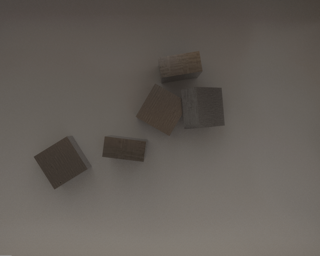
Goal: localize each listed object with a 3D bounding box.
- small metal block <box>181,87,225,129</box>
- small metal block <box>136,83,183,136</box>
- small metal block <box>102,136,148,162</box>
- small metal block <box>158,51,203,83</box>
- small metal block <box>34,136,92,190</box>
[{"bbox_3d":[0.056,-0.026,0.398,0.050,0.025,0.050,-5,90,-42],"label":"small metal block"},{"bbox_3d":[0.003,-0.024,0.411,0.050,0.025,0.050,30,90,0],"label":"small metal block"},{"bbox_3d":[-0.043,0.025,0.398,0.050,0.050,0.025,7,90,0],"label":"small metal block"},{"bbox_3d":[0.025,-0.077,0.399,0.050,0.050,0.025,-9,90,0],"label":"small metal block"},{"bbox_3d":[-0.128,0.045,0.410,0.050,0.025,0.050,-32,90,0],"label":"small metal block"}]
